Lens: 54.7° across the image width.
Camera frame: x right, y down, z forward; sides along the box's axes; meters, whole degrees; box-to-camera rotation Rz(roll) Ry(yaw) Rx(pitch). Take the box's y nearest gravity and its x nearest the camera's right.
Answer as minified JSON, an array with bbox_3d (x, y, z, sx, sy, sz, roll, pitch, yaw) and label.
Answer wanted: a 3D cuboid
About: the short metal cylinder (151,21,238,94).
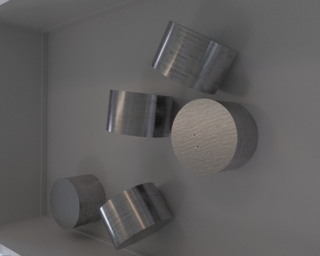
[{"bbox_3d":[0.037,-0.078,0.341,0.080,0.081,0.050,38,114,33],"label":"short metal cylinder"}]

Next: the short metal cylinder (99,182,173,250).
[{"bbox_3d":[-0.030,0.112,0.396,0.080,0.081,0.050,-45,63,31],"label":"short metal cylinder"}]

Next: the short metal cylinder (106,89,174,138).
[{"bbox_3d":[-0.025,-0.019,0.392,0.080,0.081,0.050,11,97,39],"label":"short metal cylinder"}]

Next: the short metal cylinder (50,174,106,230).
[{"bbox_3d":[-0.133,0.118,0.501,0.080,0.050,0.080,0,90,40],"label":"short metal cylinder"}]

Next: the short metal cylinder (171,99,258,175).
[{"bbox_3d":[0.060,0.009,0.341,0.080,0.050,0.080,0,90,40],"label":"short metal cylinder"}]
